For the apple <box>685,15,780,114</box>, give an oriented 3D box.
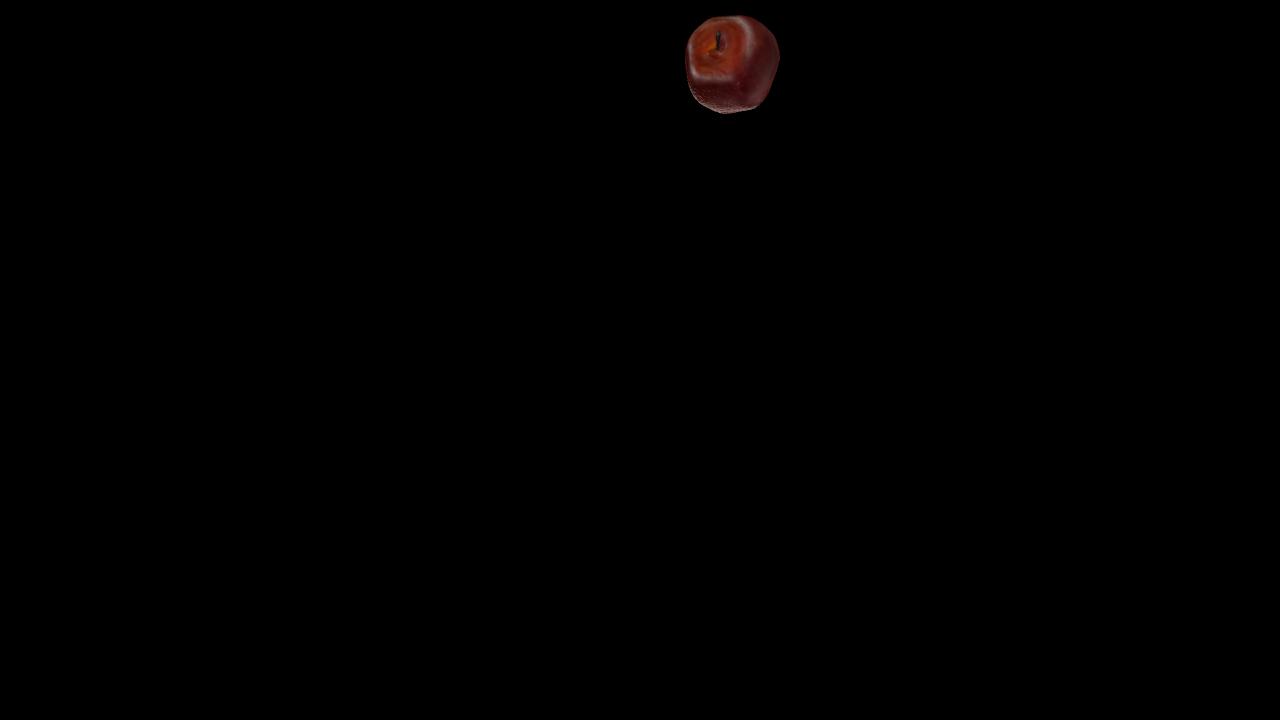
[{"bbox_3d":[0.079,-0.251,0.525,0.079,0.079,0.093,0,-2,25],"label":"apple"}]
